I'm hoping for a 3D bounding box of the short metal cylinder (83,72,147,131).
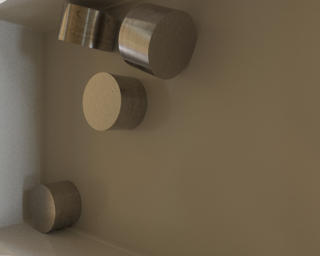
[{"bbox_3d":[-0.065,-0.036,0.442,0.080,0.050,0.079,0,90,39],"label":"short metal cylinder"}]

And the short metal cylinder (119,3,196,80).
[{"bbox_3d":[-0.002,-0.104,0.371,0.050,0.081,0.079,29,108,36],"label":"short metal cylinder"}]

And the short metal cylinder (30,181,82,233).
[{"bbox_3d":[-0.181,0.134,0.537,0.080,0.050,0.079,0,90,39],"label":"short metal cylinder"}]

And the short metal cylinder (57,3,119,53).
[{"bbox_3d":[-0.106,-0.146,0.456,0.080,0.081,0.050,24,105,37],"label":"short metal cylinder"}]
